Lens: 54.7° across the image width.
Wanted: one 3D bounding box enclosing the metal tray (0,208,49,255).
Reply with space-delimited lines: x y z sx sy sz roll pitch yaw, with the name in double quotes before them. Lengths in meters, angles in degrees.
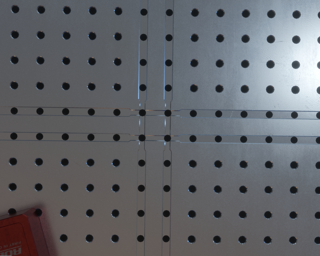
"metal tray" -0.221 0.168 0.408 0.131 0.030 0.089 -15 90 -1
